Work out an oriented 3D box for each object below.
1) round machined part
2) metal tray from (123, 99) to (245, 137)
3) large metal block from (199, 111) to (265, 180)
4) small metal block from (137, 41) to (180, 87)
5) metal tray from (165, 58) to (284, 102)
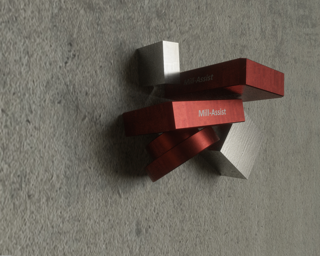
[{"bbox_3d":[0.021,0.023,0.385,0.099,0.098,0.042,-27,81,-37],"label":"round machined part"},{"bbox_3d":[0.032,-0.013,0.389,0.131,0.090,0.030,-6,88,-40],"label":"metal tray"},{"bbox_3d":[0.110,0.023,0.484,0.080,0.050,0.080,44,64,-32],"label":"large metal block"},{"bbox_3d":[-0.002,-0.078,0.388,0.025,0.050,0.050,-5,94,-40],"label":"small metal block"},{"bbox_3d":[0.080,-0.055,0.405,0.091,0.130,0.030,7,84,-40],"label":"metal tray"}]
